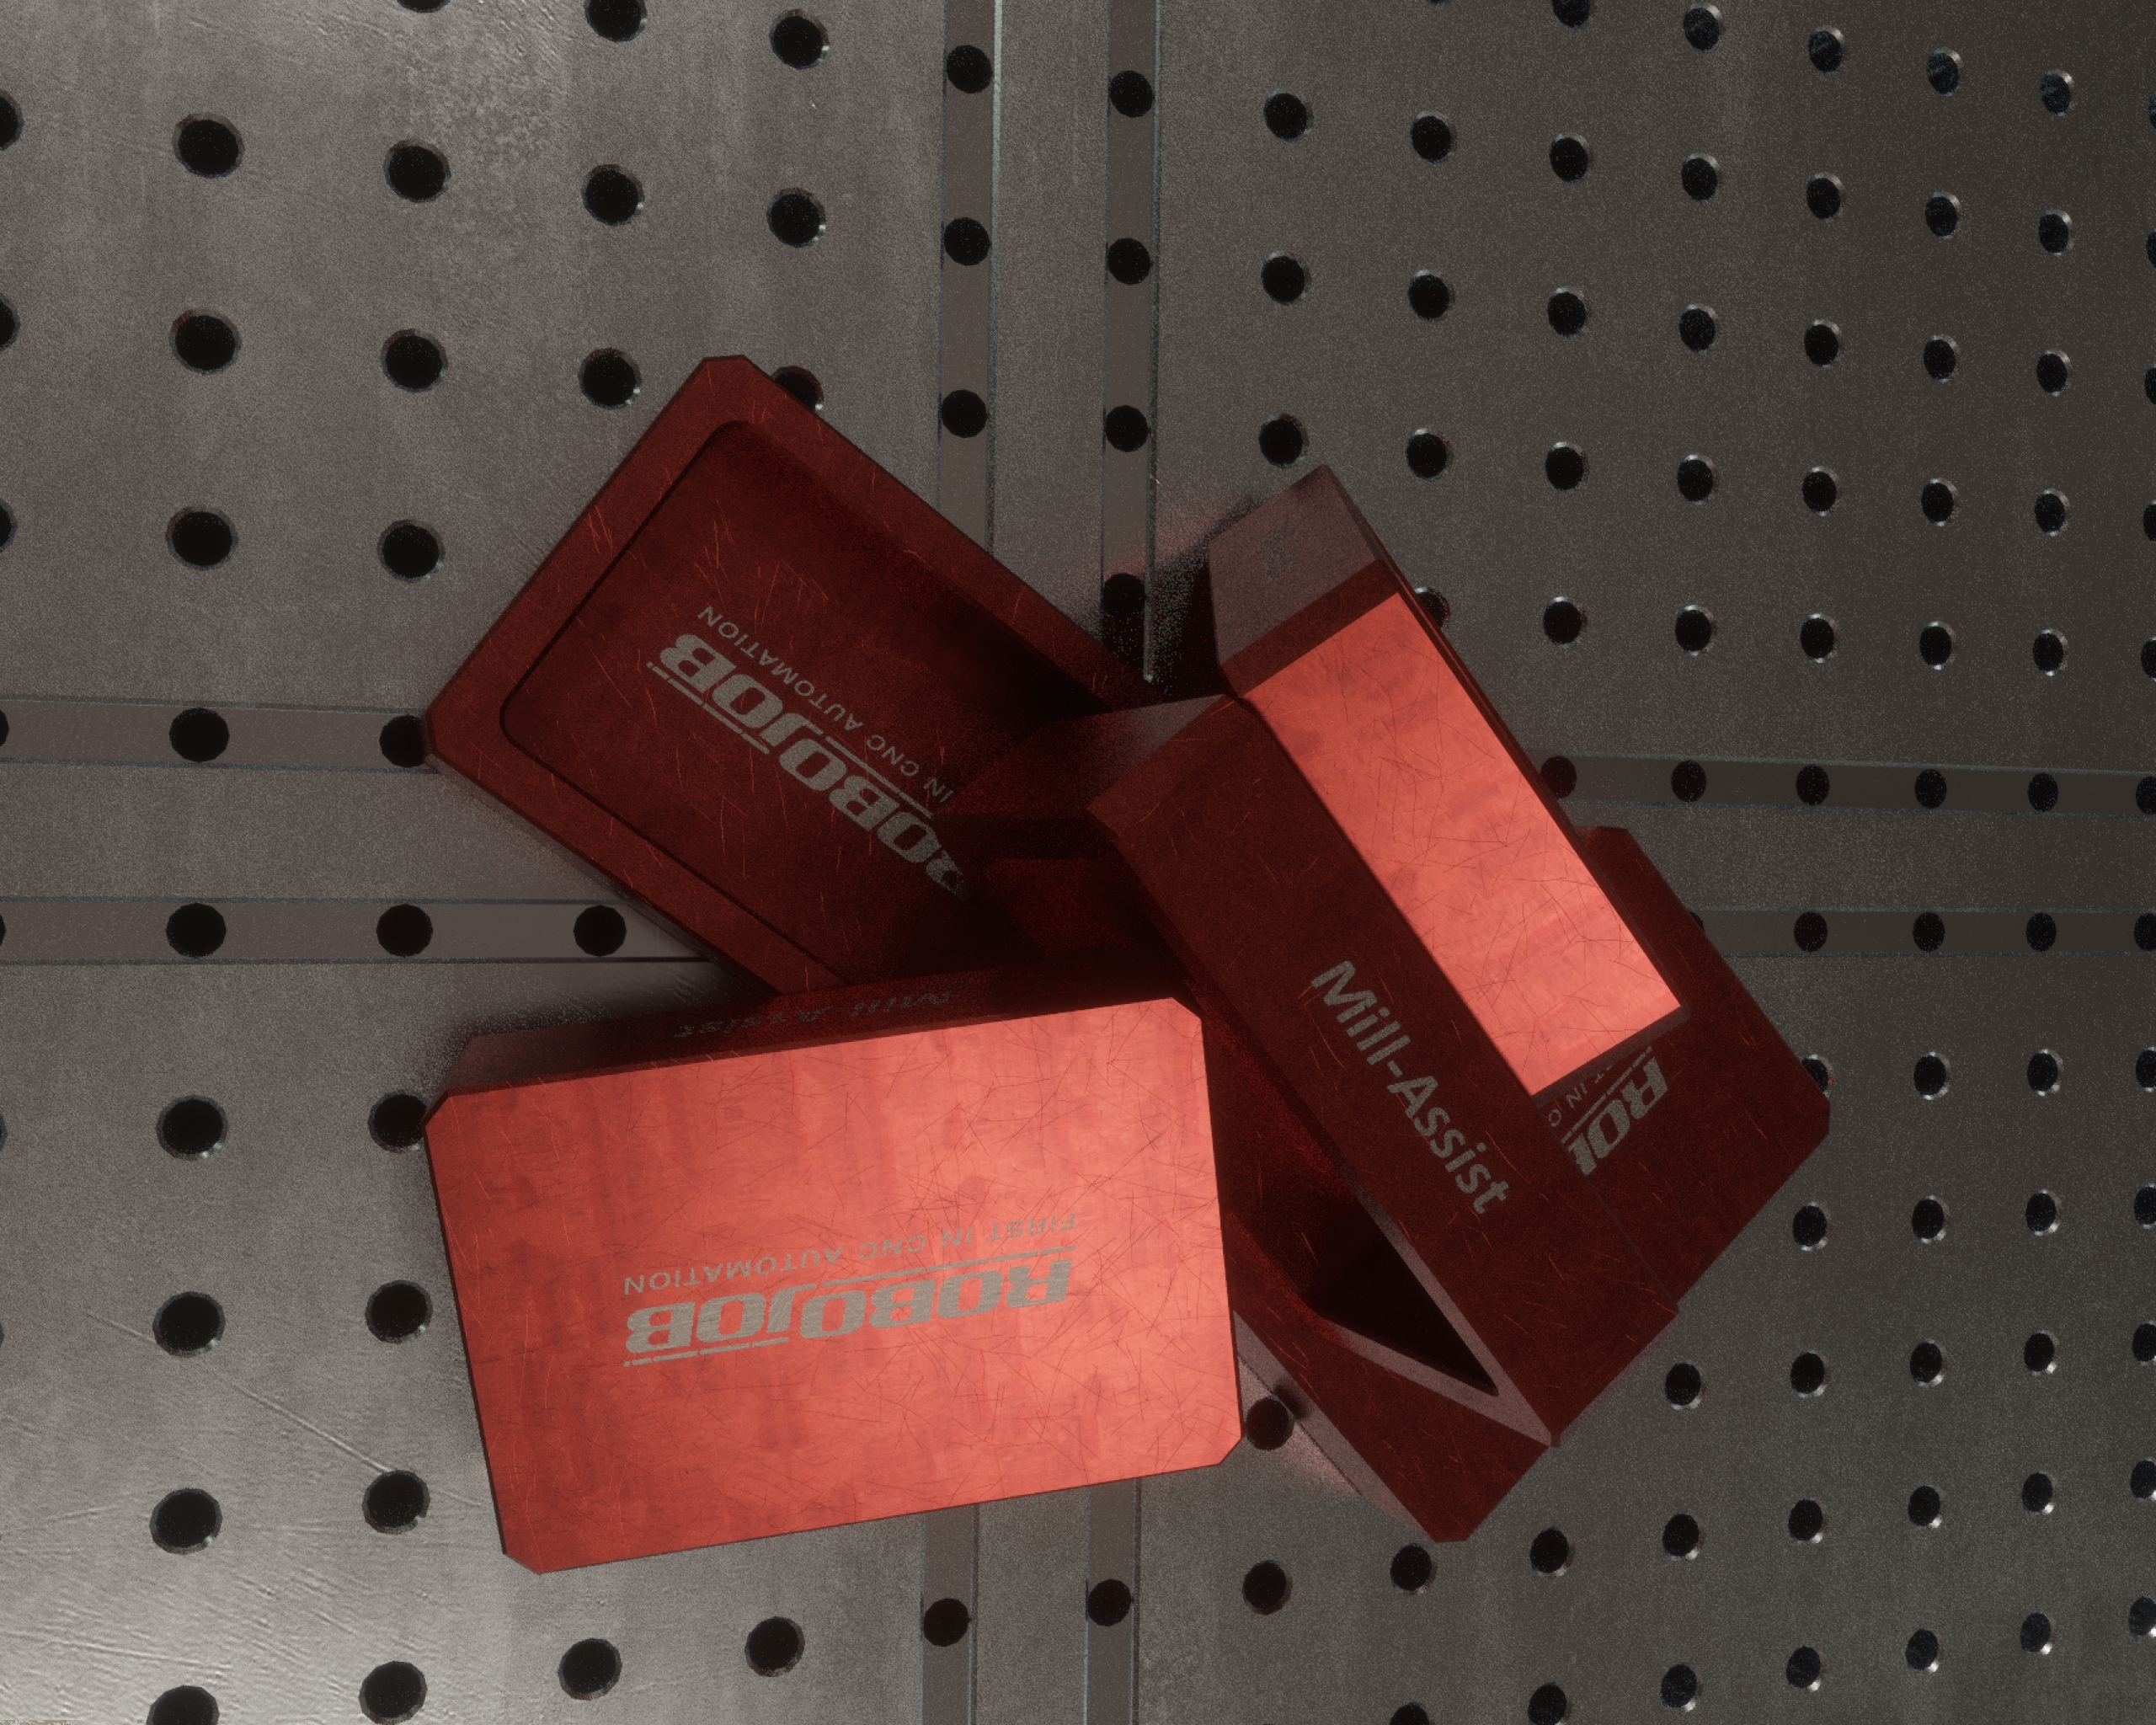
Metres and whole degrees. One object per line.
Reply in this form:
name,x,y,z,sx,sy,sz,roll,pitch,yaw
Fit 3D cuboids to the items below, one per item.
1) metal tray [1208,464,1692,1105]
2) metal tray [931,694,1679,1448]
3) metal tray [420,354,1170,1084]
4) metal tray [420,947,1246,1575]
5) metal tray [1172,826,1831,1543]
metal tray,0.062,-0.021,0.381,0.030,0.130,0.090,-34,103,12
metal tray,0.035,0.034,0.360,0.030,0.090,0.130,-40,103,-16
metal tray,-0.044,-0.020,0.394,0.130,0.030,0.090,38,78,-17
metal tray,-0.040,0.069,0.370,0.131,0.030,0.089,-7,104,-6
metal tray,0.089,0.065,0.443,0.130,0.030,0.090,-43,104,-15
